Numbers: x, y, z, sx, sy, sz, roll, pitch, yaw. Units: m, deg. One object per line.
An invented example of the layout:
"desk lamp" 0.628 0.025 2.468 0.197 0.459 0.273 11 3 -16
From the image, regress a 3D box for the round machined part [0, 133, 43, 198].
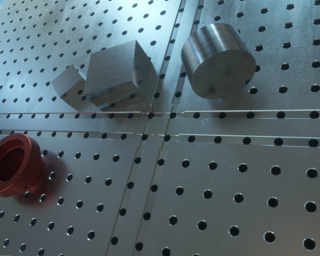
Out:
"round machined part" -0.222 0.060 0.477 0.098 0.042 0.098 -13 56 21

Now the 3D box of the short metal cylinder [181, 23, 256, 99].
"short metal cylinder" 0.071 -0.081 0.386 0.080 0.080 0.050 -24 53 13

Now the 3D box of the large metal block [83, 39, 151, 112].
"large metal block" -0.063 -0.079 0.474 0.080 0.050 0.080 -11 57 22

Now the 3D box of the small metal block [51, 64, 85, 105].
"small metal block" -0.154 -0.076 0.536 0.050 0.025 0.050 -41 51 0
